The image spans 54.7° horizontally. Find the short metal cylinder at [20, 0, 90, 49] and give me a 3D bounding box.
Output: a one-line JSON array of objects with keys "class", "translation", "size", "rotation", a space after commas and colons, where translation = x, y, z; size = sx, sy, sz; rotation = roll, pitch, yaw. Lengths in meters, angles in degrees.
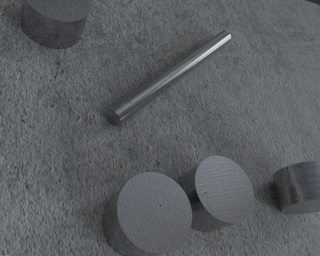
[{"class": "short metal cylinder", "translation": [-0.138, -0.151, 0.406], "size": [0.081, 0.050, 0.080], "rotation": [14, 56, -21]}]

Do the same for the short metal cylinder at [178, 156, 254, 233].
[{"class": "short metal cylinder", "translation": [0.065, 0.080, 0.374], "size": [0.081, 0.050, 0.080], "rotation": [14, 56, -21]}]

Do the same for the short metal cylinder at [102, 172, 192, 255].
[{"class": "short metal cylinder", "translation": [-0.014, 0.092, 0.324], "size": [0.081, 0.050, 0.080], "rotation": [14, 56, -21]}]

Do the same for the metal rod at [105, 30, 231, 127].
[{"class": "metal rod", "translation": [0.031, -0.090, 0.474], "size": [0.025, 0.025, 0.302], "rotation": [46, 51, 4]}]

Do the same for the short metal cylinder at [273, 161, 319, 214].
[{"class": "short metal cylinder", "translation": [0.203, 0.084, 0.426], "size": [0.081, 0.080, 0.050], "rotation": [10, 58, -23]}]
